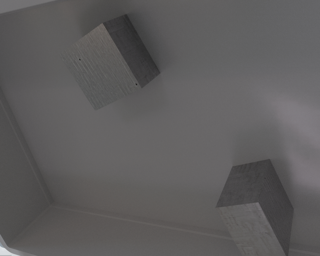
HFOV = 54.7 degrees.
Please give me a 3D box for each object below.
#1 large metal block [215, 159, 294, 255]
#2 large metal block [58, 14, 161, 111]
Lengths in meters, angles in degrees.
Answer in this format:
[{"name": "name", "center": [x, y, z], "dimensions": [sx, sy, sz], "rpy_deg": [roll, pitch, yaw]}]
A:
[{"name": "large metal block", "center": [0.117, 0.096, 0.371], "dimensions": [0.050, 0.080, 0.080], "rpy_deg": [-19, 109, 35]}, {"name": "large metal block", "center": [-0.060, -0.078, 0.376], "dimensions": [0.080, 0.050, 0.080], "rpy_deg": [-20, 108, 35]}]
